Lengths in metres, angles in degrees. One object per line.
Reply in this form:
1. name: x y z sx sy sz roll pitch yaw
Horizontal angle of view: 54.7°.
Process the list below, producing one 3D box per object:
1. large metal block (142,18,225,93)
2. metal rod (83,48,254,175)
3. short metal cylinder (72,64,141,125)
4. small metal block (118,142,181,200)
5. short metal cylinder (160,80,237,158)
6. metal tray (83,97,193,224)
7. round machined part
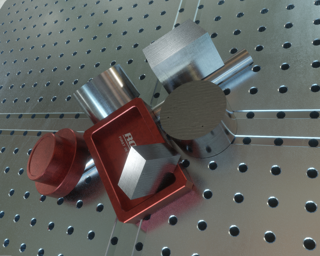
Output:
1. large metal block: 0.028 -0.097 0.422 0.080 0.050 0.080 -32 32 7
2. metal rod: -0.010 -0.013 0.424 0.300 0.025 0.025 -33 52 7
3. short metal cylinder: -0.074 -0.046 0.433 0.080 0.050 0.080 -33 8 6
4. small metal block: -0.011 0.045 0.333 0.025 0.050 0.050 40 120 37
5. short metal cylinder: 0.047 -0.010 0.373 0.080 0.050 0.080 -13 56 21
6. metal tray: -0.030 0.038 0.379 0.090 0.030 0.130 -33 64 7
7. round machined part: -0.147 0.045 0.431 0.098 0.042 0.098 -22 54 35
